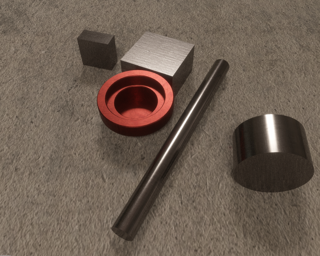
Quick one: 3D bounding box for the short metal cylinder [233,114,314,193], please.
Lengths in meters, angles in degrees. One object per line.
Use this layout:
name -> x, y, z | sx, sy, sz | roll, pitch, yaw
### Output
short metal cylinder -> 0.122, 0.030, 0.344 | 0.080, 0.080, 0.050 | 5, 50, 4

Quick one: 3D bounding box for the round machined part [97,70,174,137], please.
round machined part -> -0.031, -0.028, 0.412 | 0.099, 0.042, 0.098 | 0, 54, 1

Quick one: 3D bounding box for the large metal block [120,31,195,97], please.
large metal block -> -0.002, -0.094, 0.466 | 0.080, 0.050, 0.080 | 20, 53, 16

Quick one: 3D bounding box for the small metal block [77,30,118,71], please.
small metal block -> -0.098, -0.123, 0.489 | 0.050, 0.050, 0.025 | 13, 51, 10

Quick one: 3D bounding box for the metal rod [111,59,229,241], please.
metal rod -> 0.029, 0.005, 0.399 | 0.025, 0.025, 0.301 | 21, 53, 16
